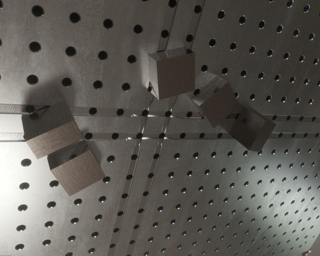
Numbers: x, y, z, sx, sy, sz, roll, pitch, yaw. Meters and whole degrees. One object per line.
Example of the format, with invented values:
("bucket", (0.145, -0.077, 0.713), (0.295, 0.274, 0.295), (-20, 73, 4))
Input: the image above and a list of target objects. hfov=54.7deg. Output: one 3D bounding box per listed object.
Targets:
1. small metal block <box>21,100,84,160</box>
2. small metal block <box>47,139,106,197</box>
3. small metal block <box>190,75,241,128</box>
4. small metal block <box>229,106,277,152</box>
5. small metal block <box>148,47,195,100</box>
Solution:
("small metal block", (-0.116, 0.000, 0.332), (0.050, 0.050, 0.025), (-26, 128, -13))
("small metal block", (-0.103, 0.050, 0.387), (0.050, 0.025, 0.050), (-28, 128, -11))
("small metal block", (0.078, -0.036, 0.434), (0.050, 0.025, 0.050), (-40, 130, -1))
("small metal block", (0.141, 0.002, 0.476), (0.025, 0.050, 0.050), (12, 112, -34))
("small metal block", (0.015, -0.067, 0.379), (0.050, 0.025, 0.050), (-17, 126, -19))
